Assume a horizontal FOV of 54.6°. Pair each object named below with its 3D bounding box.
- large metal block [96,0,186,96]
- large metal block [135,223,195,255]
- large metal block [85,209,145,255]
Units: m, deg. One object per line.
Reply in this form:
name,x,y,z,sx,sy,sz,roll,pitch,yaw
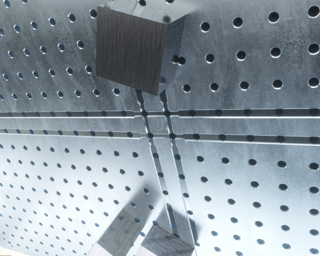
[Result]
large metal block,-0.023,-0.093,0.351,0.080,0.050,0.079,20,126,16
large metal block,0.002,0.224,0.533,0.080,0.050,0.079,30,128,9
large metal block,-0.082,0.203,0.545,0.050,0.080,0.080,38,129,2
